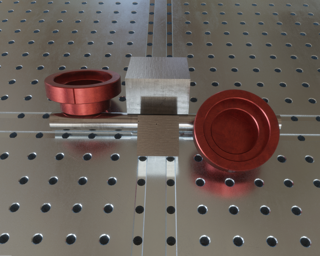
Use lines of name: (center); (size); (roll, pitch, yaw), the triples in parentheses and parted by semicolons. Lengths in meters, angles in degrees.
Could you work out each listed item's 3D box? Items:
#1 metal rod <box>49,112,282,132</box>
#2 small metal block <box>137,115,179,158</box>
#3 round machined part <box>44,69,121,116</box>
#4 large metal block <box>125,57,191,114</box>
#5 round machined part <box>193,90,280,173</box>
metal rod: (0.007, -0.008, 0.415); (0.302, 0.025, 0.025); (0, 50, 0)
small metal block: (-0.002, 0.012, 0.385); (0.050, 0.025, 0.050); (1, 79, 0)
round machined part: (-0.102, -0.048, 0.420); (0.099, 0.042, 0.098); (0, 24, 0)
large metal block: (-0.002, -0.061, 0.427); (0.081, 0.050, 0.080); (1, 32, 0)
round machined part: (0.089, 0.006, 0.376); (0.099, 0.042, 0.098); (0, 75, 0)
